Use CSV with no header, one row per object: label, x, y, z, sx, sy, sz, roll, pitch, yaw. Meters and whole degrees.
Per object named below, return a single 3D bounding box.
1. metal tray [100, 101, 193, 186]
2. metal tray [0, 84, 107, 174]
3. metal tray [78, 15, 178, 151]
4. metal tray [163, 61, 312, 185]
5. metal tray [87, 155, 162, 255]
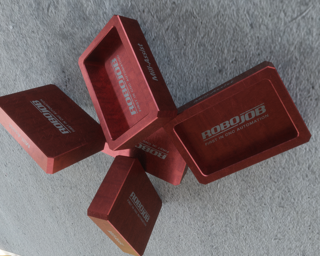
metal tray,-0.019,0.014,0.422,0.130,0.030,0.089,23,127,13
metal tray,-0.147,-0.005,0.419,0.130,0.091,0.030,39,131,23
metal tray,-0.042,-0.050,0.357,0.090,0.030,0.130,-36,70,38
metal tray,0.081,-0.002,0.339,0.130,0.030,0.090,-28,104,22
metal tray,-0.042,0.110,0.430,0.030,0.090,0.130,6,142,26
